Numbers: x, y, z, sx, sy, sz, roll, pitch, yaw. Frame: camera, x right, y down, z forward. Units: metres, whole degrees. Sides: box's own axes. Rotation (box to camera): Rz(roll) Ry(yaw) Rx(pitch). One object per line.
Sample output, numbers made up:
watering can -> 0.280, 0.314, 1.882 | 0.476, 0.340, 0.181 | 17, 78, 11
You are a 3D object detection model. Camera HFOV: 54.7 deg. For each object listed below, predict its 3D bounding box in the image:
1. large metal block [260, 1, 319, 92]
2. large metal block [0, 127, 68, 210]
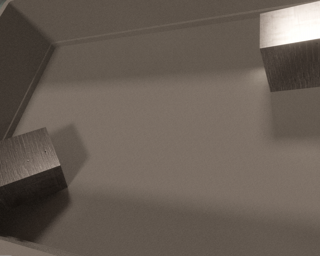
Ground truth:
large metal block -> 0.158, -0.087, 0.341 | 0.080, 0.080, 0.050 | -4, 60, 26
large metal block -> -0.184, 0.054, 0.430 | 0.081, 0.050, 0.080 | -20, 48, -20
